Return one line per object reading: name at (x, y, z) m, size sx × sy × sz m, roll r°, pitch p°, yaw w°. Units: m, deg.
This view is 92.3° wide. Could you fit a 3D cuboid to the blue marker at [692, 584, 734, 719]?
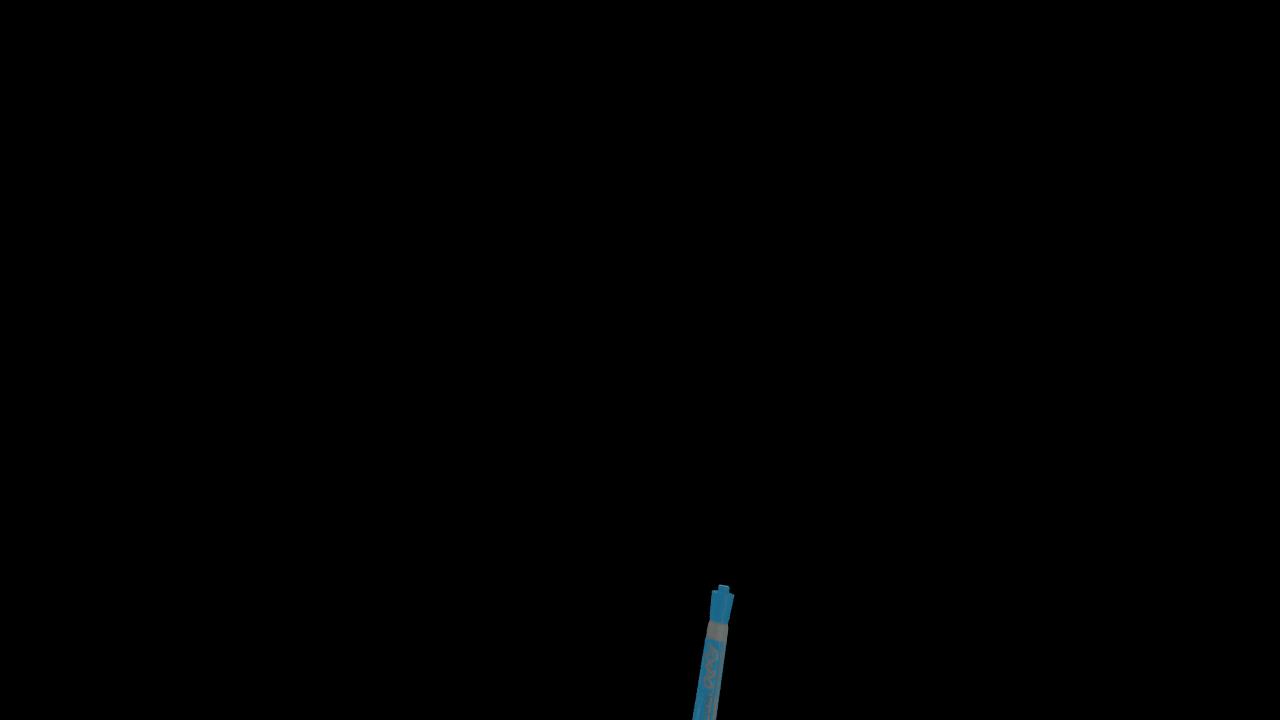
blue marker at (0.059, 0.245, 0.497) m, size 0.020 × 0.121 × 0.020 m, roll 10°, pitch -12°, yaw 2°
